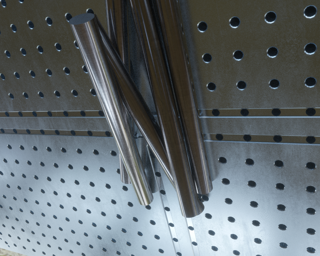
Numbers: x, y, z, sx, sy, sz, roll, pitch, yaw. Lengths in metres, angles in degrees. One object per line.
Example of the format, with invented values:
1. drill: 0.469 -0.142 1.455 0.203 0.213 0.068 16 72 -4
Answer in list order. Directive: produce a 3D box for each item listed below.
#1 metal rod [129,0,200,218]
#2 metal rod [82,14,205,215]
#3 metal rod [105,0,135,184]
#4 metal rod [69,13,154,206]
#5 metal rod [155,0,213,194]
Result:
1. metal rod: 0.007 -0.023 0.372 0.025 0.025 0.298 -3 111 29
2. metal rod: -0.014 0.001 0.397 0.025 0.025 0.299 -13 118 33
3. metal rod: -0.049 -0.048 0.405 0.025 0.025 0.298 13 124 20
4. metal rod: -0.049 0.005 0.393 0.025 0.025 0.298 9 136 23
5. metal rod: 0.029 -0.047 0.366 0.025 0.025 0.298 0 119 27
